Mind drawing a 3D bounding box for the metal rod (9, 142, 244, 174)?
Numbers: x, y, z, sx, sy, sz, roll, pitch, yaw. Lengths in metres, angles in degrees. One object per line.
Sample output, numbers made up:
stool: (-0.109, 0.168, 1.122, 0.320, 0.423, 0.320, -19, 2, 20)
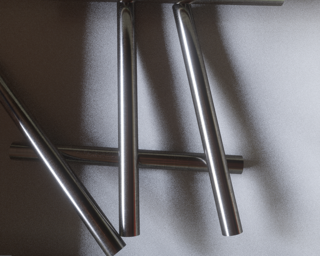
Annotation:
metal rod: (-0.043, 0.040, 0.410, 0.302, 0.025, 0.025, 4, 90, 0)

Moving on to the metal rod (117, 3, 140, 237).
metal rod: (-0.041, -0.019, 0.392, 0.025, 0.025, 0.298, -2, 83, 0)

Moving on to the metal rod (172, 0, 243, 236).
metal rod: (0.058, -0.018, 0.393, 0.025, 0.025, 0.298, -12, 83, 0)

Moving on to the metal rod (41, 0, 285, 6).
metal rod: (0.003, -0.169, 0.387, 0.302, 0.025, 0.025, 1, 90, -1)

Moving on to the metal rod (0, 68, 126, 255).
metal rod: (-0.141, 0.028, 0.384, 0.025, 0.025, 0.300, -39, 80, 0)
